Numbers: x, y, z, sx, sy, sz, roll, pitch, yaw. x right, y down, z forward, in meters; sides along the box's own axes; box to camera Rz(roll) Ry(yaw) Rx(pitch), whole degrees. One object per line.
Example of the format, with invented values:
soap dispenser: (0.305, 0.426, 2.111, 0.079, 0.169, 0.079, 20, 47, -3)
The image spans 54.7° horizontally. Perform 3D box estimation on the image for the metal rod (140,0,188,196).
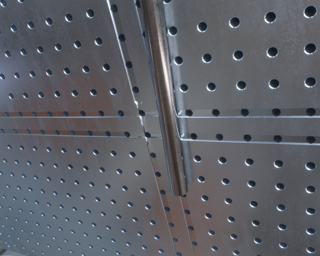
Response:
metal rod: (0.007, -0.039, 0.381, 0.025, 0.025, 0.298, 5, 121, 25)
